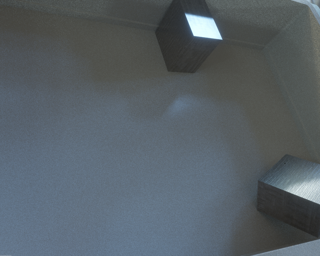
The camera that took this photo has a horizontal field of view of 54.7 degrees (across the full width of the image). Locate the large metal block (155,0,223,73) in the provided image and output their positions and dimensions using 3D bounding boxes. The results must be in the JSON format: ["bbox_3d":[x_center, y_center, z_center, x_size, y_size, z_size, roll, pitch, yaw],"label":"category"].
[{"bbox_3d":[0.041,-0.142,0.479,0.050,0.080,0.080,-2,63,-29],"label":"large metal block"}]

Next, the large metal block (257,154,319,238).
[{"bbox_3d":[0.187,0.085,0.411,0.080,0.050,0.081,19,36,41],"label":"large metal block"}]
